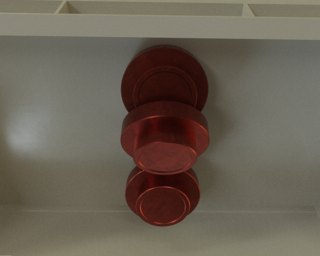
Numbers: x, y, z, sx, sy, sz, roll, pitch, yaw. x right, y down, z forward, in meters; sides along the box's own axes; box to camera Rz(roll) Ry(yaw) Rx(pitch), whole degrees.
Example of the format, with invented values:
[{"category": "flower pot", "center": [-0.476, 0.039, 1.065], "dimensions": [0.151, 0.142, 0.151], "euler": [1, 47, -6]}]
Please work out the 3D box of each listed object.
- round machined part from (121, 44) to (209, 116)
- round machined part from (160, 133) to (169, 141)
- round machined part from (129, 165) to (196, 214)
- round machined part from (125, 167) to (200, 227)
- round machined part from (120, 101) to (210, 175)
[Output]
[{"category": "round machined part", "center": [0.005, -0.041, 0.347], "dimensions": [0.099, 0.042, 0.097], "euler": [0, 114, -1]}, {"category": "round machined part", "center": [0.002, 0.018, 0.411], "dimensions": [0.099, 0.042, 0.097], "euler": [0, 129, 0]}, {"category": "round machined part", "center": [0.004, 0.096, 0.460], "dimensions": [0.099, 0.042, 0.098], "euler": [0, 145, 0]}, {"category": "round machined part", "center": [0.004, 0.090, 0.405], "dimensions": [0.099, 0.042, 0.097], "euler": [0, 119, 0]}, {"category": "round machined part", "center": [0.005, 0.018, 0.344], "dimensions": [0.099, 0.042, 0.097], "euler": [0, 143, 0]}]
